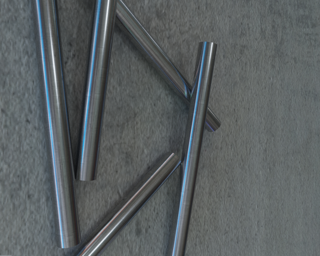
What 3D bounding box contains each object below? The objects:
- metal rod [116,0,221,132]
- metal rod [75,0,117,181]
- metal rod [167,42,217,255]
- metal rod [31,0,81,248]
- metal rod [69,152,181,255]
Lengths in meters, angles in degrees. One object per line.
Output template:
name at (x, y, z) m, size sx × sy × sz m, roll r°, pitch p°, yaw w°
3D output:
metal rod at (-0.008, -0.095, 0.399) m, size 0.300 × 0.025 × 0.025 m, roll 45°, pitch 63°, yaw -31°
metal rod at (-0.063, -0.093, 0.329) m, size 0.025 × 0.025 × 0.298 m, roll 4°, pitch 94°, yaw -40°
metal rod at (0.043, 0.035, 0.421) m, size 0.025 × 0.025 × 0.298 m, roll 7°, pitch 92°, yaw -40°
metal rod at (-0.107, -0.028, 0.315) m, size 0.025 × 0.025 × 0.298 m, roll -8°, pitch 95°, yaw -40°
metal rod at (-0.074, 0.132, 0.344) m, size 0.301 × 0.025 × 0.025 m, roll -44°, pitch 117°, yaw -31°
